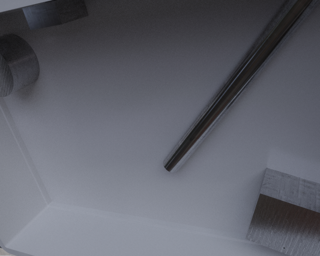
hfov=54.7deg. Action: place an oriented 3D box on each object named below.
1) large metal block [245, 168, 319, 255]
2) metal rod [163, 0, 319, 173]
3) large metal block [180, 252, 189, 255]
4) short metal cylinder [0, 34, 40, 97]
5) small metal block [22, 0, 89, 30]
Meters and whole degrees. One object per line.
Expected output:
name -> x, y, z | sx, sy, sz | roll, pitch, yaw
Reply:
large metal block -> 0.157, 0.105, 0.375 | 0.080, 0.050, 0.079 | 16, 125, 18
metal rod -> 0.080, -0.044, 0.338 | 0.025, 0.025, 0.298 | 37, 129, 3
large metal block -> 0.059, 0.273, 0.532 | 0.080, 0.050, 0.079 | 19, 126, 16
short metal cylinder -> -0.226, -0.092, 0.452 | 0.080, 0.050, 0.079 | 13, 124, 20
small metal block -> -0.124, -0.139, 0.370 | 0.050, 0.050, 0.025 | 1, 119, 27
